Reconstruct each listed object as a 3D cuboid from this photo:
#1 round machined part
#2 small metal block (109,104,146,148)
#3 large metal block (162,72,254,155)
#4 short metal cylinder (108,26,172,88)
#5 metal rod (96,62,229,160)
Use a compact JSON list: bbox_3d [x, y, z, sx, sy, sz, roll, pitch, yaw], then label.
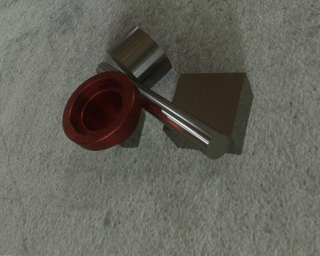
[{"bbox_3d":[-0.064,-0.017,0.374,0.098,0.042,0.098,-12,58,21],"label":"round machined part"},{"bbox_3d":[-0.046,-0.006,0.416,0.025,0.050,0.050,-2,61,27],"label":"small metal block"},{"bbox_3d":[0.059,-0.018,0.369,0.080,0.050,0.080,5,64,30],"label":"large metal block"},{"bbox_3d":[-0.029,-0.097,0.443,0.050,0.080,0.080,-45,51,-3],"label":"short metal cylinder"},{"bbox_3d":[-0.021,-0.040,0.391,0.025,0.025,0.300,-46,37,-4],"label":"metal rod"}]
